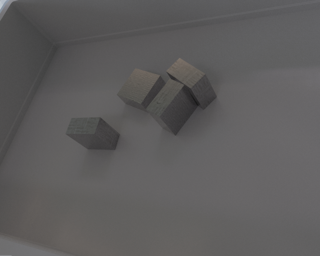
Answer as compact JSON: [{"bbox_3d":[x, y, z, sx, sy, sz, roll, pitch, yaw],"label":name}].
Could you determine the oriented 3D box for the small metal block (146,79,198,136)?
[{"bbox_3d":[0.016,-0.026,0.397,0.025,0.050,0.050,31,79,38],"label":"small metal block"}]

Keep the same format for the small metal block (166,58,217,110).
[{"bbox_3d":[0.041,-0.057,0.403,0.025,0.050,0.050,-45,51,-3],"label":"small metal block"}]

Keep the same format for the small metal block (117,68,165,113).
[{"bbox_3d":[-0.026,-0.055,0.454,0.050,0.025,0.050,23,74,36],"label":"small metal block"}]

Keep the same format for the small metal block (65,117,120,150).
[{"bbox_3d":[-0.093,0.009,0.434,0.050,0.050,0.025,-1,62,28],"label":"small metal block"}]
